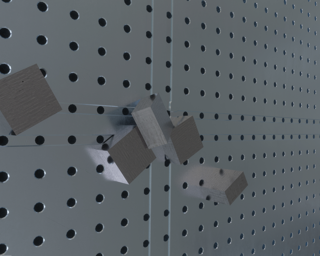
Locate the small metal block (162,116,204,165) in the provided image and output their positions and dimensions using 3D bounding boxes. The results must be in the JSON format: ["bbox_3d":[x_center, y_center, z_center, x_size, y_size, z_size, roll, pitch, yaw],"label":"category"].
[{"bbox_3d":[0.029,0.016,0.432,0.050,0.025,0.050,-33,111,-35],"label":"small metal block"}]

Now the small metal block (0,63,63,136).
[{"bbox_3d":[-0.132,-0.027,0.298,0.050,0.025,0.050,-37,113,-33],"label":"small metal block"}]

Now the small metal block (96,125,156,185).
[{"bbox_3d":[-0.039,0.031,0.375,0.050,0.025,0.050,-43,116,-31],"label":"small metal block"}]

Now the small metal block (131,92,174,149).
[{"bbox_3d":[-0.008,-0.010,0.386,0.050,0.025,0.050,-68,136,-63],"label":"small metal block"}]

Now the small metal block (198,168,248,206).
[{"bbox_3d":[0.096,0.088,0.473,0.050,0.050,0.025,-36,112,-34],"label":"small metal block"}]
